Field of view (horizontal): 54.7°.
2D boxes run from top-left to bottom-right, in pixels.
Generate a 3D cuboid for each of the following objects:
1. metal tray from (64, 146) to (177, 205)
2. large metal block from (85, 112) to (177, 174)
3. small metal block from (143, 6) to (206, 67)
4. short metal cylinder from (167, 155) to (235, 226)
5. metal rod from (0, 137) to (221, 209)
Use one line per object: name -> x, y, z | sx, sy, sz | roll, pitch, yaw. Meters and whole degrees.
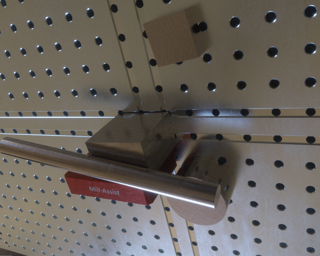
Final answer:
metal tray -> -0.053, 0.059, 0.431 | 0.130, 0.090, 0.030 | 2, 119, 27
large metal block -> -0.035, 0.020, 0.405 | 0.080, 0.080, 0.050 | -1, 118, 28
small metal block -> 0.016, -0.099, 0.340 | 0.050, 0.025, 0.050 | -7, 115, 31
short metal cylinder -> 0.055, 0.083, 0.416 | 0.080, 0.050, 0.079 | 13, 124, 20
metal rod -> -0.078, 0.048, 0.376 | 0.301, 0.025, 0.025 | 10, 123, 22
